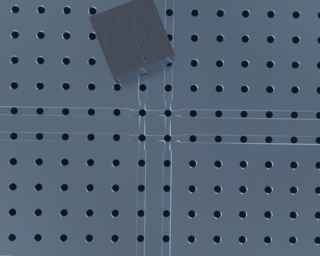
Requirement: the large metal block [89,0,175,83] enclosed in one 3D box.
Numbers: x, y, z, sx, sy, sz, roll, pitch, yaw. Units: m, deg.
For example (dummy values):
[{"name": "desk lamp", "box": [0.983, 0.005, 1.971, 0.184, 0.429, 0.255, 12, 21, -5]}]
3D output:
[{"name": "large metal block", "box": [-0.034, -0.112, 0.400, 0.080, 0.050, 0.080, -22, 90, -1]}]
